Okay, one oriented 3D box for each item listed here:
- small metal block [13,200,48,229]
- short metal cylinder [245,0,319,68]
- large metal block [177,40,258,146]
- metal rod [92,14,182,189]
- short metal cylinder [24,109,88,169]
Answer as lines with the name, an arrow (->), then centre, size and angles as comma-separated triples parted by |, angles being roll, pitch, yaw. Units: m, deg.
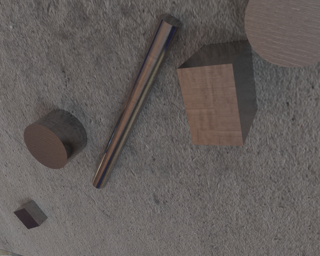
small metal block -> -0.278, 0.187, 0.665 | 0.050, 0.025, 0.050 | -25, 105, 36
short metal cylinder -> 0.119, -0.099, 0.267 | 0.080, 0.050, 0.079 | 13, 124, 20
large metal block -> 0.063, -0.037, 0.314 | 0.050, 0.080, 0.080 | 0, 118, 28
metal rod -> -0.044, -0.012, 0.421 | 0.025, 0.025, 0.298 | 33, 129, 6
short metal cylinder -> -0.162, 0.017, 0.484 | 0.080, 0.050, 0.079 | 13, 124, 20
